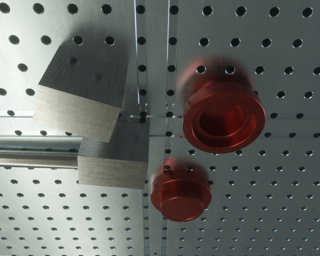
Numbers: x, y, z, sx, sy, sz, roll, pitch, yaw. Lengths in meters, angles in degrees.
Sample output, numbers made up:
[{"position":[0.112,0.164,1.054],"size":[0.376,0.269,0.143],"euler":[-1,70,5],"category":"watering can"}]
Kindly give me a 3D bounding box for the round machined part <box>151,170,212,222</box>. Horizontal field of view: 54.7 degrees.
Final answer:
[{"position":[0.034,0.115,0.499],"size":[0.099,0.042,0.097],"euler":[0,130,0],"category":"round machined part"}]

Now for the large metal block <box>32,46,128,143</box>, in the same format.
[{"position":[-0.085,-0.038,0.342],"size":[0.081,0.080,0.050],"euler":[16,128,-13],"category":"large metal block"}]

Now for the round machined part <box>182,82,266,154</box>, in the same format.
[{"position":[0.077,-0.016,0.387],"size":[0.099,0.042,0.097],"euler":[0,130,0],"category":"round machined part"}]

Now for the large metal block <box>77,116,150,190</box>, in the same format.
[{"position":[-0.057,0.029,0.399],"size":[0.081,0.080,0.050],"euler":[6,130,-5],"category":"large metal block"}]

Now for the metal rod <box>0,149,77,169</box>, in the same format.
[{"position":[-0.178,0.045,0.448],"size":[0.302,0.025,0.025],"euler":[2,130,-2],"category":"metal rod"}]
